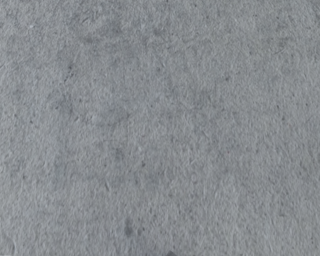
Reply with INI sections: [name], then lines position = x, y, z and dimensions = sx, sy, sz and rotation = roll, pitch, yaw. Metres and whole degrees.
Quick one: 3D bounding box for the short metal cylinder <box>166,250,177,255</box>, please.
[short metal cylinder]
position = 0.028, 0.172, 0.317
dimensions = 0.080, 0.080, 0.050
rotation = 35, 74, 11
